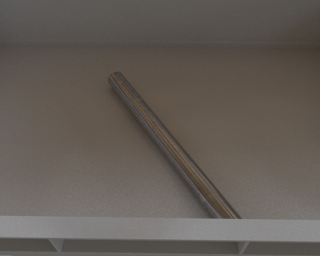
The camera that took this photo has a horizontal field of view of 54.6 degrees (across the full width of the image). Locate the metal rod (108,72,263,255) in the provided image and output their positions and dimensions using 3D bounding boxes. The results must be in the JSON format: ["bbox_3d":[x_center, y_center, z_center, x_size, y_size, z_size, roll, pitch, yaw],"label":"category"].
[{"bbox_3d":[0.012,0.023,0.385,0.025,0.025,0.300,-25,55,-20],"label":"metal rod"}]
